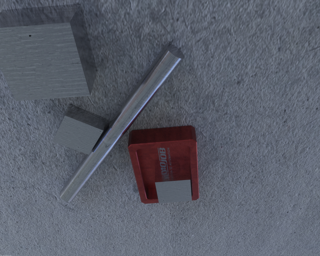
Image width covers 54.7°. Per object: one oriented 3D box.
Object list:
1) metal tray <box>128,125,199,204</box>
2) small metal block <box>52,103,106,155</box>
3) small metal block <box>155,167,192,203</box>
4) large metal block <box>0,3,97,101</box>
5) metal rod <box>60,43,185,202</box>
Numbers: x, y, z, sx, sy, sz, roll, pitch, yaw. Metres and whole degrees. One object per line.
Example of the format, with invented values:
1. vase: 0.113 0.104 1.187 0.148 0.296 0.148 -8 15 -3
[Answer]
1. metal tray: 0.009 0.058 0.453 0.091 0.030 0.129 -5 130 3
2. small metal block: -0.106 0.002 0.408 0.050 0.025 0.050 23 126 -19
3. small metal block: 0.021 0.086 0.464 0.050 0.025 0.050 -5 130 4
4. large metal block: -0.118 -0.078 0.323 0.080 0.050 0.079 -4 130 3
5. metal rod: -0.066 0.012 0.416 0.025 0.025 0.298 27 125 -21
